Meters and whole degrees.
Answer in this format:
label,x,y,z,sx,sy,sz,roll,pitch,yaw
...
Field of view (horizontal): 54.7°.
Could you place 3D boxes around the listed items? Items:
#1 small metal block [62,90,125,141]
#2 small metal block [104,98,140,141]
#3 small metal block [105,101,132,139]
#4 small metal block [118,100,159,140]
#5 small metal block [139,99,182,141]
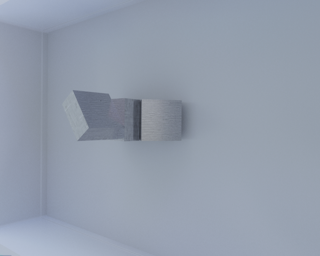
label,x,y,z,sx,sy,sz,roll,pitch,yaw
small metal block,-0.075,-0.014,0.352,0.025,0.050,0.050,-43,64,32
small metal block,-0.052,-0.010,0.381,0.050,0.025,0.050,1,90,40
small metal block,-0.057,-0.011,0.432,0.025,0.050,0.050,1,91,7
small metal block,-0.028,-0.010,0.411,0.025,0.050,0.050,1,91,40
small metal block,-0.001,-0.009,0.386,0.025,0.050,0.050,-178,88,-74
